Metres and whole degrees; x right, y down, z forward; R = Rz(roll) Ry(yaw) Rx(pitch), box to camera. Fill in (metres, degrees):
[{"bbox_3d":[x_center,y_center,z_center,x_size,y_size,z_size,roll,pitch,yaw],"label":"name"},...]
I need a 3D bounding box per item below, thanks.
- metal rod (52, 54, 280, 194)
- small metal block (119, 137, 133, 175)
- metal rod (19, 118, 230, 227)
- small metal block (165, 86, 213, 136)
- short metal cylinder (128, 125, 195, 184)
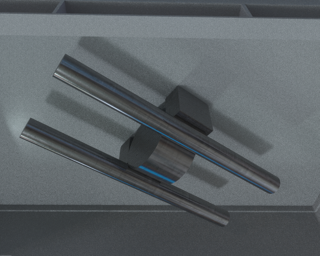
[{"bbox_3d":[0.027,0.008,0.349,0.301,0.025,0.025,29,124,-23],"label":"metal rod"},{"bbox_3d":[-0.029,0.048,0.431,0.050,0.050,0.025,30,124,-23],"label":"small metal block"},{"bbox_3d":[-0.027,0.067,0.400,0.301,0.025,0.025,29,124,-23],"label":"metal rod"},{"bbox_3d":[0.034,-0.017,0.376,0.050,0.050,0.025,30,124,-23],"label":"small metal block"},{"bbox_3d":[0.002,0.025,0.392,0.050,0.080,0.080,30,124,-23],"label":"short metal cylinder"}]
